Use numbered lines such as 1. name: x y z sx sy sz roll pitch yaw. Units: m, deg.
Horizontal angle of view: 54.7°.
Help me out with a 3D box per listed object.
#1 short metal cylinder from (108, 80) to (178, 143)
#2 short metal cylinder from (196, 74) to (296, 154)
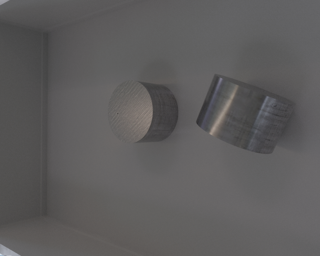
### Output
1. short metal cylinder: -0.023 -0.020 0.410 0.080 0.050 0.080 0 90 40
2. short metal cylinder: 0.082 -0.015 0.303 0.080 0.081 0.050 31 110 35
